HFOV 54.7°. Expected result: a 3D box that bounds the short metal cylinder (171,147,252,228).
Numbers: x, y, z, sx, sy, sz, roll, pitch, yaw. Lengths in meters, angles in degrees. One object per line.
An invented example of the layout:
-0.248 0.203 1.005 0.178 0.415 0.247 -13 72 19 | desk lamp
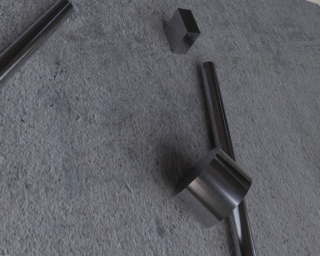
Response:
0.059 0.068 0.359 0.050 0.080 0.080 44 51 2 | short metal cylinder

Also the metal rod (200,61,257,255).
0.090 0.029 0.434 0.025 0.025 0.299 9 58 -24 | metal rod

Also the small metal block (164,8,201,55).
0.035 -0.156 0.501 0.025 0.050 0.050 -4 64 -30 | small metal block

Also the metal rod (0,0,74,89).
-0.179 -0.061 0.344 0.025 0.025 0.300 30 52 -9 | metal rod
